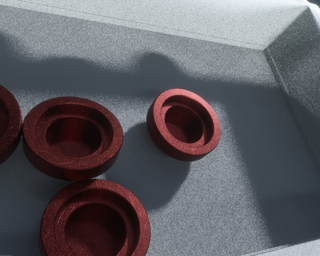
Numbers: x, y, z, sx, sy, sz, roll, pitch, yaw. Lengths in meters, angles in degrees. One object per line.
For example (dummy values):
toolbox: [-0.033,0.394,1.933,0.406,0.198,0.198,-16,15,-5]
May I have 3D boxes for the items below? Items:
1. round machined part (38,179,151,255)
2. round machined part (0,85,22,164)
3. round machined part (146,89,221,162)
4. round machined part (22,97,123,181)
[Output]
round machined part: [-0.062,0.101,0.292,0.099,0.042,0.098,14,46,-15]
round machined part: [-0.183,0.002,0.290,0.099,0.042,0.098,10,57,-15]
round machined part: [0.027,0.000,0.409,0.099,0.042,0.098,14,56,-21]
round machined part: [-0.092,0.015,0.327,0.099,0.042,0.098,13,44,-13]
